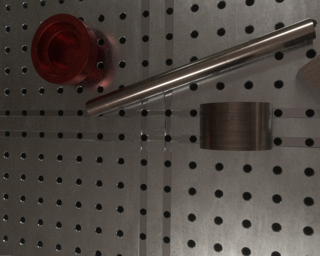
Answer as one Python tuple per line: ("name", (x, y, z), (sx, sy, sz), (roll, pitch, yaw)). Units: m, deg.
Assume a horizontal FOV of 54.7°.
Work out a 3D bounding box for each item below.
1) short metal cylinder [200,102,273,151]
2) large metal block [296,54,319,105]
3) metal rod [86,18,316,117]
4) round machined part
("short metal cylinder", (0.086, -0.002, 0.353), (0.080, 0.080, 0.050), (0, 90, 19))
("large metal block", (0.206, -0.053, 0.327), (0.080, 0.050, 0.080), (-37, 78, 16))
("metal rod", (0.037, -0.070, 0.399), (0.301, 0.025, 0.025), (-17, 84, 18))
("round machined part", (-0.133, -0.110, 0.449), (0.098, 0.042, 0.097), (0, 90, 19))
